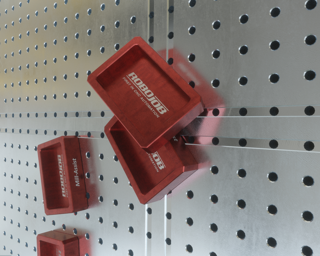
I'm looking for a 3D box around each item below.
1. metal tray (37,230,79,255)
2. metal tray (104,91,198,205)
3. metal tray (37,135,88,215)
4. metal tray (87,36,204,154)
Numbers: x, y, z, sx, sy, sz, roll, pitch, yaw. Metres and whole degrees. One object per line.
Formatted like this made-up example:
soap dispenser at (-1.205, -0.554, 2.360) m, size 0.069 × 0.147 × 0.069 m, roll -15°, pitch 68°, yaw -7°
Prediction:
metal tray at (-0.183, 0.259, 0.559) m, size 0.090 × 0.030 × 0.129 m, roll -6°, pitch 86°, yaw 40°
metal tray at (-0.018, 0.025, 0.421) m, size 0.090 × 0.030 × 0.130 m, roll -45°, pitch 63°, yaw 30°
metal tray at (-0.176, 0.085, 0.553) m, size 0.090 × 0.030 × 0.129 m, roll -17°, pitch 79°, yaw 39°
metal tray at (-0.020, -0.044, 0.389) m, size 0.090 × 0.030 × 0.130 m, roll -41°, pitch 67°, yaw -2°
